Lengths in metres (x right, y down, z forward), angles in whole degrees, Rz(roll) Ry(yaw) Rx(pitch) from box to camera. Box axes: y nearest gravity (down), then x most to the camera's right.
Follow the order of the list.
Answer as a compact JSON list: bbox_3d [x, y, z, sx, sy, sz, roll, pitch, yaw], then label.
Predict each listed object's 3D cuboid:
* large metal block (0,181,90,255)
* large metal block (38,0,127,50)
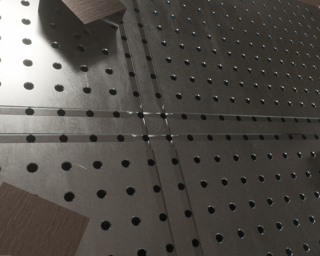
[{"bbox_3d":[-0.119,0.105,0.265,0.080,0.050,0.080,28,52,-11],"label":"large metal block"},{"bbox_3d":[-0.109,-0.168,0.437,0.080,0.050,0.080,47,51,4],"label":"large metal block"}]
